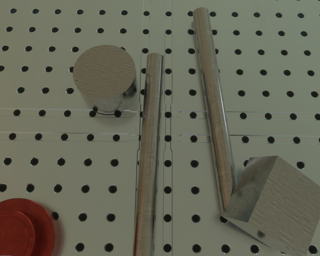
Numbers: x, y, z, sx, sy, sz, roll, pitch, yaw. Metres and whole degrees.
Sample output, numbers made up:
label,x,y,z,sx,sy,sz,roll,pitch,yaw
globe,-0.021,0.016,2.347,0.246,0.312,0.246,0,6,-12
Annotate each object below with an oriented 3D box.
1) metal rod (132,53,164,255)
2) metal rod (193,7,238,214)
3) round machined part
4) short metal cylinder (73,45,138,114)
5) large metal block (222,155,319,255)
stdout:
label,x,y,z,sx,sy,sz,roll,pitch,yaw
metal rod,-0.014,0.038,0.397,0.025,0.025,0.299,3,70,1
metal rod,0.075,-0.037,0.426,0.025,0.025,0.299,-4,70,-2
round machined part,-0.170,0.130,0.353,0.099,0.042,0.098,0,70,-1
short metal cylinder,-0.072,-0.065,0.421,0.081,0.050,0.080,0,70,-1
large metal block,0.132,0.088,0.354,0.080,0.050,0.080,35,72,-12
